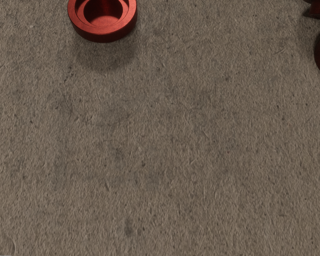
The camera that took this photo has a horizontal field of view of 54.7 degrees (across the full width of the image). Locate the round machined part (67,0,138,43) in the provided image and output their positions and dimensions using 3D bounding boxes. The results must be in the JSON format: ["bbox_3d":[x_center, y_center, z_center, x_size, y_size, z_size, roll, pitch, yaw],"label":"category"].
[{"bbox_3d":[-0.082,-0.167,0.459,0.099,0.042,0.098,0,70,-1],"label":"round machined part"}]

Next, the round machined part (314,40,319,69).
[{"bbox_3d":[0.280,-0.110,0.443,0.099,0.042,0.098,0,70,-1],"label":"round machined part"}]

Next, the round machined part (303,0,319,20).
[{"bbox_3d":[0.257,-0.180,0.449,0.099,0.098,0.042,13,106,4],"label":"round machined part"}]
